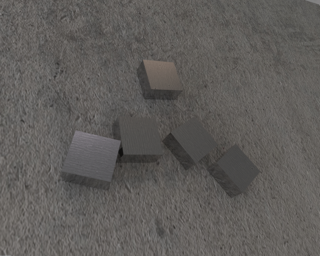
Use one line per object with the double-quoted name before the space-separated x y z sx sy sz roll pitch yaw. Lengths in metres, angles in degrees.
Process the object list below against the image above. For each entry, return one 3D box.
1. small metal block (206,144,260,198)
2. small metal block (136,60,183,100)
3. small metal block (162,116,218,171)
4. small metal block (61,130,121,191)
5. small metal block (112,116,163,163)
"small metal block" 0.100 0.058 0.422 0.050 0.025 0.050 50 51 7
"small metal block" -0.001 -0.069 0.445 0.050 0.025 0.050 -1 63 -29
"small metal block" 0.040 0.020 0.413 0.050 0.025 0.050 -33 80 -38
"small metal block" -0.074 0.035 0.336 0.050 0.025 0.050 14 55 -7
"small metal block" -0.028 0.015 0.379 0.050 0.025 0.050 3 60 -27
